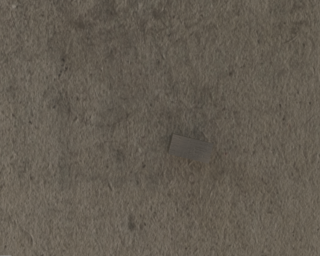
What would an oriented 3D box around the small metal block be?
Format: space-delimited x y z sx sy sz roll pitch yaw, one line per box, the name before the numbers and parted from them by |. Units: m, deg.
small metal block | 0.037 0.025 0.398 0.050 0.050 0.025 13 90 -1
